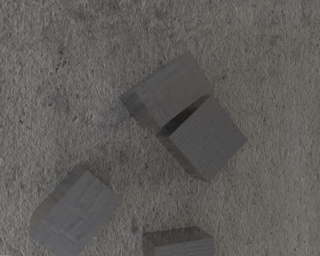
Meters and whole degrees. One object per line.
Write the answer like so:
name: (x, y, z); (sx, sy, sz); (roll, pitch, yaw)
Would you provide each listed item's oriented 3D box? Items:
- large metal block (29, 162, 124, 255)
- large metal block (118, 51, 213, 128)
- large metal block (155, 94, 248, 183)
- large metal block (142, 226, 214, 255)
large metal block: (-0.095, 0.088, 0.345); (0.050, 0.080, 0.080); (44, 76, -15)
large metal block: (0.003, -0.044, 0.381); (0.080, 0.080, 0.050); (-38, 102, -16)
large metal block: (0.055, 0.013, 0.416); (0.080, 0.050, 0.080); (-44, 104, -15)
large metal block: (0.023, 0.180, 0.405); (0.081, 0.050, 0.079); (-1, 90, -20)
